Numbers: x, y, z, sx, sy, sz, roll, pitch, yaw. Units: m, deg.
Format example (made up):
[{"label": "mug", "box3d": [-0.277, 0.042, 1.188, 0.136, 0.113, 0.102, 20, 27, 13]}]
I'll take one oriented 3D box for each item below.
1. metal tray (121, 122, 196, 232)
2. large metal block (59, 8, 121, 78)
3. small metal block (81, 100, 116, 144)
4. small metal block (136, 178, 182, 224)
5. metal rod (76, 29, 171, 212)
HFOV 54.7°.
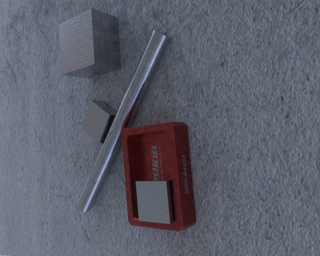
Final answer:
[{"label": "metal tray", "box3d": [-0.004, 0.061, 0.402, 0.090, 0.030, 0.129, -8, 85, 39]}, {"label": "large metal block", "box3d": [-0.108, -0.125, 0.475, 0.080, 0.050, 0.080, -6, 86, 39]}, {"label": "small metal block", "box3d": [-0.091, -0.009, 0.477, 0.050, 0.025, 0.050, 36, 112, 33]}, {"label": "small metal block", "box3d": [-0.002, 0.090, 0.388, 0.050, 0.025, 0.050, -8, 85, 39]}, {"label": "metal rod", "box3d": [-0.060, 0.003, 0.452, 0.025, 0.025, 0.298, 40, 114, 32]}]
